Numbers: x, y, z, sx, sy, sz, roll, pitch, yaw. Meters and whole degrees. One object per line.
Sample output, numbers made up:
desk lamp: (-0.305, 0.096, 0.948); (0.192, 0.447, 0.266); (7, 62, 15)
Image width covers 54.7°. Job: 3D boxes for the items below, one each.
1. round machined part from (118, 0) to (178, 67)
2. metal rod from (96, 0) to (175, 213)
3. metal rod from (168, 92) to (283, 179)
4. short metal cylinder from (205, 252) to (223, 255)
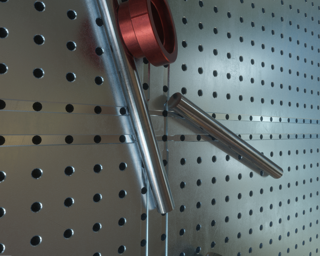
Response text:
round machined part: (-0.015, -0.121, 0.369); (0.098, 0.042, 0.097); (-11, 90, -70)
metal rod: (-0.030, -0.032, 0.385); (0.025, 0.025, 0.298); (-25, 106, -38)
metal rod: (0.125, 0.025, 0.516); (0.301, 0.025, 0.025); (31, 71, -36)
short metal cylinder: (0.089, 0.229, 0.451); (0.050, 0.080, 0.080); (-46, 118, -30)
